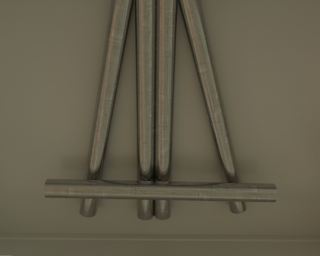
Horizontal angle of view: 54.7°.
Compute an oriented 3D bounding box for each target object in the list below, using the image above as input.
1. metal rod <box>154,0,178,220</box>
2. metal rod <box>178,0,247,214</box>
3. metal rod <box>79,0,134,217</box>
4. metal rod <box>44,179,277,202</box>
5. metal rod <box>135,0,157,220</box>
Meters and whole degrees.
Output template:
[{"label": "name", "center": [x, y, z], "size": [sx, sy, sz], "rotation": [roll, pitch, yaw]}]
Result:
[{"label": "metal rod", "center": [0.006, -0.011, 0.406], "size": [0.025, 0.025, 0.298], "rotation": [1, 110, 0]}, {"label": "metal rod", "center": [0.074, -0.017, 0.404], "size": [0.025, 0.025, 0.298], "rotation": [-15, 110, 5]}, {"label": "metal rod", "center": [-0.074, -0.013, 0.404], "size": [0.025, 0.025, 0.298], "rotation": [11, 110, -4]}, {"label": "metal rod", "center": [0.001, 0.083, 0.413], "size": [0.302, 0.025, 0.025], "rotation": [1, 110, -1]}, {"label": "metal rod", "center": [-0.019, -0.011, 0.406], "size": [0.025, 0.025, 0.298], "rotation": [1, 110, -1]}]
